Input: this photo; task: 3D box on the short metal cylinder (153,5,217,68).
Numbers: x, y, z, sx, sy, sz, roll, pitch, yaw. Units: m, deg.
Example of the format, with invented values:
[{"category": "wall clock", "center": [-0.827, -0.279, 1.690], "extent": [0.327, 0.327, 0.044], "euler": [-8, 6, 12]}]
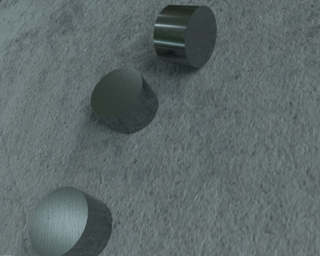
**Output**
[{"category": "short metal cylinder", "center": [0.036, -0.127, 0.426], "extent": [0.050, 0.080, 0.080], "euler": [18, 71, 34]}]

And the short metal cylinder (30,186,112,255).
[{"category": "short metal cylinder", "center": [-0.105, 0.116, 0.370], "extent": [0.080, 0.050, 0.080], "euler": [-13, 56, 20]}]

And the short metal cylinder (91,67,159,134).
[{"category": "short metal cylinder", "center": [-0.049, -0.038, 0.435], "extent": [0.080, 0.050, 0.080], "euler": [-13, 56, 20]}]
